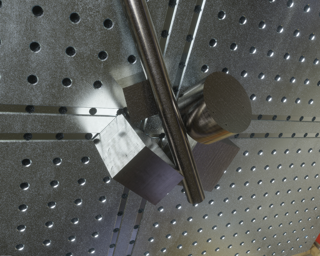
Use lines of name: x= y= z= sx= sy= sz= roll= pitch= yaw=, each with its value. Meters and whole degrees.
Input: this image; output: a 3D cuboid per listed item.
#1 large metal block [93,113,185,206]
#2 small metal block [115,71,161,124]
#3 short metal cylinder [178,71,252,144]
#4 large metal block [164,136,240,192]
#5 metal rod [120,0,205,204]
large metal block: x=-0.027 y=0.038 z=0.385 sx=0.050 sy=0.080 sz=0.080 roll=-45 pitch=130 yaw=3
small metal block: x=-0.021 y=-0.039 z=0.377 sx=0.050 sy=0.025 sz=0.050 roll=-22 pitch=127 yaw=-16
short metal cylinder: x=0.069 y=-0.024 z=0.391 sx=0.081 sy=0.080 sz=0.050 roll=9 pitch=157 yaw=-33
large metal block: x=0.055 y=0.041 z=0.452 sx=0.080 sy=0.050 sz=0.080 roll=19 pitch=108 yaw=-36
metal rod: x=0.006 y=-0.033 z=0.356 sx=0.025 sy=0.025 sz=0.298 roll=-25 pitch=116 yaw=-13
